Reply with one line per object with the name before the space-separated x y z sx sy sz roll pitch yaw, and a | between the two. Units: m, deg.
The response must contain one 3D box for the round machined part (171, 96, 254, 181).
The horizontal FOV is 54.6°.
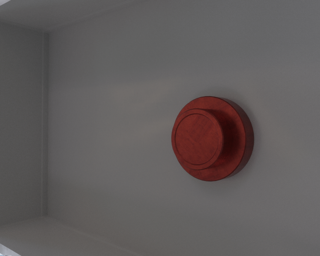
round machined part | 0.052 0.012 0.354 0.098 0.042 0.097 0 90 40
